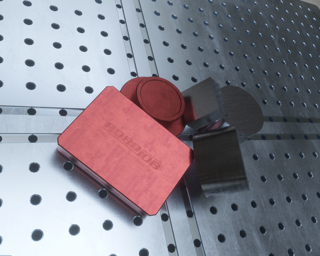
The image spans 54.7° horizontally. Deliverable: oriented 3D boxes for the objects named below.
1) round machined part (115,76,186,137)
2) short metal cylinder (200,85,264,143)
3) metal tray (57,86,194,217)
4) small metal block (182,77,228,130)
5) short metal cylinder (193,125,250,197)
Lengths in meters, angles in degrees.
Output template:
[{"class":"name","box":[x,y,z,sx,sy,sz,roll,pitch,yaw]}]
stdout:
[{"class":"round machined part","box":[-0.007,-0.028,0.406,0.099,0.042,0.098,14,56,-21]},{"class":"short metal cylinder","box":[0.102,-0.015,0.452,0.081,0.050,0.080,14,56,-21]},{"class":"metal tray","box":[-0.036,0.026,0.350,0.130,0.030,0.090,39,66,-3]},{"class":"small metal block","box":[0.057,-0.032,0.414,0.025,0.050,0.050,27,45,-48]},{"class":"short metal cylinder","box":[0.075,0.040,0.376,0.050,0.080,0.080,-13,60,14]}]
